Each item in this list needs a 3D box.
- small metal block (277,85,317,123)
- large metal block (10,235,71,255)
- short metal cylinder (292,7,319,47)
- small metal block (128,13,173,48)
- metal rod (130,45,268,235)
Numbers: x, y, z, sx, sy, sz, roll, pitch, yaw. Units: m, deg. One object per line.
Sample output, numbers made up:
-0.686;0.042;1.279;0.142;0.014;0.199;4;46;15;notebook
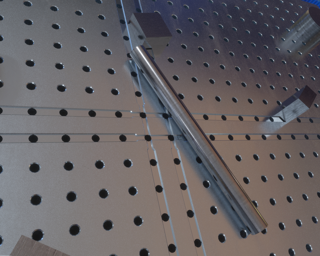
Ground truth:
0.242;-0.042;0.548;0.025;0.050;0.050;45;51;2;small metal block
-0.098;0.146;0.250;0.080;0.050;0.080;29;52;-10;large metal block
0.363;-0.239;0.733;0.081;0.050;0.080;14;56;-21;short metal cylinder
-0.016;-0.156;0.494;0.050;0.025;0.050;-15;69;-34;small metal block
0.047;0.008;0.428;0.025;0.025;0.299;-24;75;-37;metal rod
